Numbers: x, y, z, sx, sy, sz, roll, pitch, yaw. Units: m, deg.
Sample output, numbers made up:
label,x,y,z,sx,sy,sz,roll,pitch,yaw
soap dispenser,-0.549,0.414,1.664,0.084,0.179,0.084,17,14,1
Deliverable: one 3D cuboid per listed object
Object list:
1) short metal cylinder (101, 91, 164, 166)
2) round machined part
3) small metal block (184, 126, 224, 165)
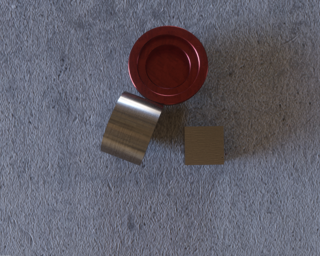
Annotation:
label,x,y,z,sx,sy,sz,roll,pitch,yaw
short metal cylinder,-0.033,0.001,0.382,0.050,0.080,0.080,21,90,0
round machined part,0.010,-0.078,0.401,0.099,0.042,0.097,0,90,-1
small metal block,0.057,0.023,0.411,0.050,0.025,0.050,-1,90,-1
